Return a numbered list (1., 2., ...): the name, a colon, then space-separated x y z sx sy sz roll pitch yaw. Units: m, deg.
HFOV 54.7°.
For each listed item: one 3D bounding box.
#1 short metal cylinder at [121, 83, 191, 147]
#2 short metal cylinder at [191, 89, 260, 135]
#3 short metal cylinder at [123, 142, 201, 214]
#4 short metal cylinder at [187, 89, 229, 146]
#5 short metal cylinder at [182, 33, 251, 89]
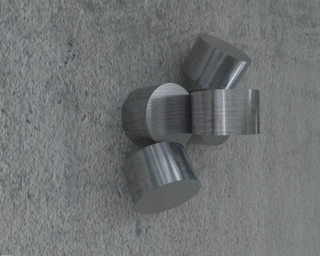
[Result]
1. short metal cylinder: -0.001 -0.014 0.390 0.081 0.050 0.079 0 90 -40
2. short metal cylinder: 0.078 -0.018 0.373 0.081 0.080 0.050 -2 92 -40
3. short metal cylinder: 0.002 0.060 0.365 0.081 0.080 0.050 10 45 -40
4. short metal cylinder: 0.061 -0.016 0.442 0.081 0.050 0.079 0 90 -40
5. short metal cylinder: 0.078 -0.090 0.429 0.081 0.080 0.050 1 128 -40
